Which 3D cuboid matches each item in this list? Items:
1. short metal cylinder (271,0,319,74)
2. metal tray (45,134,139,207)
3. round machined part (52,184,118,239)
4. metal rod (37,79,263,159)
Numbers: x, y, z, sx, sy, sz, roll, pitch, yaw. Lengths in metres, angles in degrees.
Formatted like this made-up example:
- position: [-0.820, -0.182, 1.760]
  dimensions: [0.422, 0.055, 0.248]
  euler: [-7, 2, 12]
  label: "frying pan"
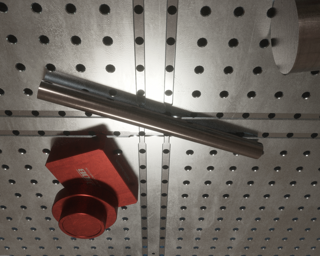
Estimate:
- position: [0.144, -0.095, 0.297]
  dimensions: [0.050, 0.080, 0.080]
  euler: [-6, 130, 4]
  label: "short metal cylinder"
- position: [-0.098, 0.075, 0.471]
  dimensions: [0.090, 0.030, 0.130]
  euler: [-16, 129, 12]
  label: "metal tray"
- position: [-0.115, 0.133, 0.472]
  dimensions: [0.099, 0.042, 0.097]
  euler: [0, 130, 0]
  label: "round machined part"
- position: [-0.001, -0.007, 0.405]
  dimensions: [0.302, 0.025, 0.025]
  euler: [16, 128, -14]
  label: "metal rod"
